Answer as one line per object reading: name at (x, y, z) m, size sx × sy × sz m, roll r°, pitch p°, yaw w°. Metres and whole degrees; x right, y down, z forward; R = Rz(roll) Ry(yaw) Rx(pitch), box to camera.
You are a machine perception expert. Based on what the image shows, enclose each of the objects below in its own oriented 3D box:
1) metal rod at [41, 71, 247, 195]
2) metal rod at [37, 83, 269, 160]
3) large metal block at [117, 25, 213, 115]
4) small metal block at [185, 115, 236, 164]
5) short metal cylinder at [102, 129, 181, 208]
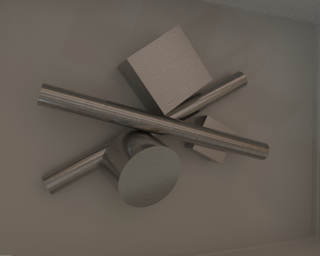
metal rod at (-0.006, -0.002, 0.407) m, size 0.302 × 0.025 × 0.025 m, roll -29°, pitch 100°, yaw -18°
metal rod at (0.008, -0.002, 0.386) m, size 0.302 × 0.025 × 0.025 m, roll 14°, pitch 85°, yaw -20°
large metal block at (0.006, -0.071, 0.398) m, size 0.080 × 0.050 × 0.080 m, roll -38°, pitch 103°, yaw -16°
small metal block at (0.071, 0.016, 0.435) m, size 0.050 × 0.025 × 0.050 m, roll 28°, pitch 81°, yaw -18°
short metal cylinder at (-0.023, 0.047, 0.373) m, size 0.081 × 0.050 × 0.079 m, roll -14°, pitch 119°, yaw -27°
